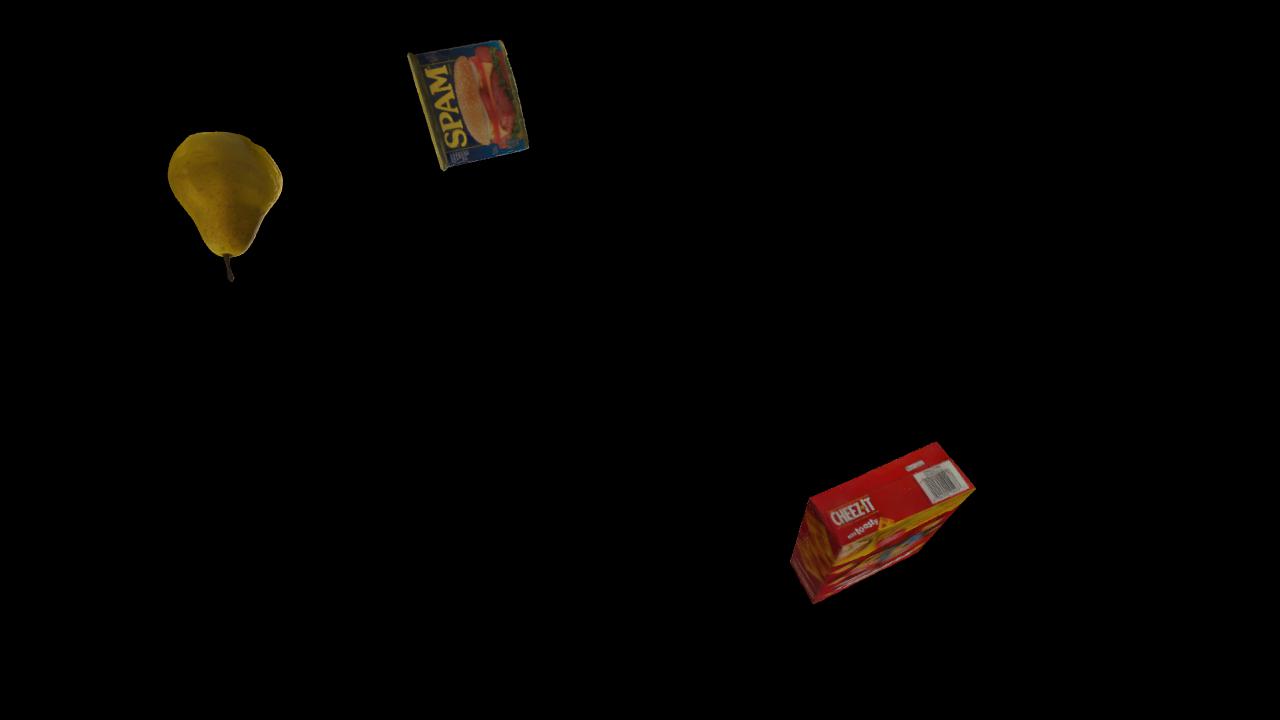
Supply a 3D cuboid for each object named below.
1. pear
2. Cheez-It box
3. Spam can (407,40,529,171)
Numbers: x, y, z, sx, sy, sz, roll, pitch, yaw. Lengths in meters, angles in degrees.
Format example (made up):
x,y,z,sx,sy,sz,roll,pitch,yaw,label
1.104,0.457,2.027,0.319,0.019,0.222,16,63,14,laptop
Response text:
x,y,z,sx,sy,sz,roll,pitch,yaw,label
-0.320,-0.119,0.475,0.080,0.111,0.080,-13,-21,-5,pear
0.276,0.202,0.736,0.166,0.071,0.223,-22,-35,-8,Cheez-It box
-0.158,-0.237,0.573,0.085,0.101,0.058,-18,28,-14,Spam can
